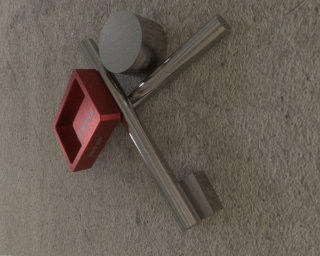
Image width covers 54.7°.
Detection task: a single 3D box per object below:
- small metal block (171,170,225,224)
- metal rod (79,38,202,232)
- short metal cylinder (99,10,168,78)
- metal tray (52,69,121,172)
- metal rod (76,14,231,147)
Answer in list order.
[{"bbox_3d":[0.040,0.086,0.371,0.050,0.025,0.050,-41,66,32],"label":"small metal block"},{"bbox_3d":[-0.037,-0.008,0.403,0.025,0.025,0.299,-46,63,30],"label":"metal rod"},{"bbox_3d":[-0.037,-0.111,0.417,0.080,0.050,0.079,0,90,39],"label":"short metal cylinder"},{"bbox_3d":[-0.110,-0.009,0.441,0.090,0.030,0.129,58,135,24],"label":"metal tray"},{"bbox_3d":[-0.029,-0.044,0.429,0.299,0.025,0.025,-36,68,33],"label":"metal rod"}]
